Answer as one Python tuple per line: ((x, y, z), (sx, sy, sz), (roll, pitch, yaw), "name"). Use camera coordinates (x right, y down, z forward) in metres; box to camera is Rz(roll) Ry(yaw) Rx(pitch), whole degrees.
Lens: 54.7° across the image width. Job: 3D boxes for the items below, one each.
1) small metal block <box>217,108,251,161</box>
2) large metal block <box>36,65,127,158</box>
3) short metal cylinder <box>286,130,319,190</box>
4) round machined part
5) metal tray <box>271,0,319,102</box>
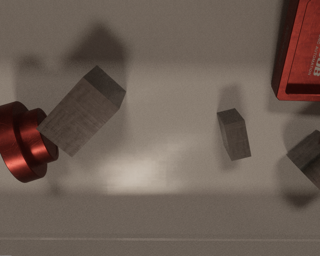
((0.095, 0.007, 0.402), (0.025, 0.050, 0.050), (-14, 110, 5), "small metal block")
((-0.090, -0.023, 0.372), (0.050, 0.080, 0.080), (43, 104, -14), "large metal block")
((0.213, 0.048, 0.403), (0.080, 0.080, 0.050), (41, 105, -14), "short metal cylinder")
((-0.156, 0.013, 0.376), (0.042, 0.098, 0.097), (-18, 110, -6), "round machined part")
((0.188, -0.093, 0.354), (0.091, 0.030, 0.129), (2, 126, 4), "metal tray")
